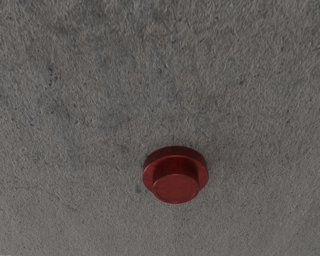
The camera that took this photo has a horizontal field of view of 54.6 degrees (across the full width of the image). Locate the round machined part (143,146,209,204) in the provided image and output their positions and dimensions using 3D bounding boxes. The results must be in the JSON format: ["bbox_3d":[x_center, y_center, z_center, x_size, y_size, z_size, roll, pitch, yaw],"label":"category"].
[{"bbox_3d":[0.023,0.076,0.460,0.099,0.042,0.097,0,130,0],"label":"round machined part"}]
